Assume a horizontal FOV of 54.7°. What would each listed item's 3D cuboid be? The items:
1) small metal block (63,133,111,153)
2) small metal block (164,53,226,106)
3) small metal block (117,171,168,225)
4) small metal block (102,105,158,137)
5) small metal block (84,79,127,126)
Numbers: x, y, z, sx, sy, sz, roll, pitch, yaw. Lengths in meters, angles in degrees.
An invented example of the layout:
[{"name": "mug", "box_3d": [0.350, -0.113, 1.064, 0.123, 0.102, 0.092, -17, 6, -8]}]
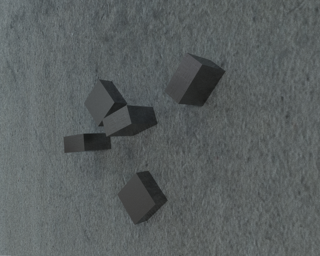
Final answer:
[{"name": "small metal block", "box_3d": [-0.112, 0.023, 0.478, 0.050, 0.050, 0.025, -8, 85, 39]}, {"name": "small metal block", "box_3d": [0.040, -0.054, 0.354, 0.025, 0.050, 0.050, 45, 117, 30]}, {"name": "small metal block", "box_3d": [-0.025, 0.095, 0.423, 0.050, 0.025, 0.050, -50, 61, 28]}, {"name": "small metal block", "box_3d": [-0.041, -0.009, 0.420, 0.050, 0.050, 0.025, -25, 74, 37]}, {"name": "small metal block", "box_3d": [-0.084, -0.038, 0.472, 0.050, 0.025, 0.050, -51, 61, 28]}]
